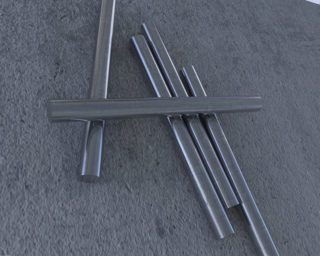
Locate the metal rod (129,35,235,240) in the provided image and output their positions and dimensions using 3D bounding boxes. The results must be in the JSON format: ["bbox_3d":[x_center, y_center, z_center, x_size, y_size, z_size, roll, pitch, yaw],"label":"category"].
[{"bbox_3d":[0.022,-0.002,0.416,0.025,0.025,0.299,-11,67,-33],"label":"metal rod"}]

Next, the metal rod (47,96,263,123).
[{"bbox_3d":[0.016,-0.027,0.395,0.303,0.025,0.025,-4,64,-30],"label":"metal rod"}]

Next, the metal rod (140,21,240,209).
[{"bbox_3d":[0.035,-0.030,0.440,0.025,0.025,0.299,-10,67,-32],"label":"metal rod"}]

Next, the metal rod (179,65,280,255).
[{"bbox_3d":[0.090,0.042,0.426,0.025,0.025,0.299,-7,65,-31],"label":"metal rod"}]

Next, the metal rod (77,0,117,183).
[{"bbox_3d":[-0.078,-0.074,0.406,0.025,0.025,0.299,13,56,-22],"label":"metal rod"}]
